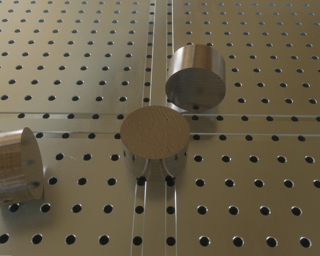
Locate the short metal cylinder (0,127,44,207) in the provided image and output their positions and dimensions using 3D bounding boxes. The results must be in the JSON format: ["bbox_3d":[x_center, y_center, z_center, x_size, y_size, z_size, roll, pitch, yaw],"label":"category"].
[{"bbox_3d":[-0.163,0.043,0.335,0.050,0.080,0.080,-10,51,-8],"label":"short metal cylinder"}]

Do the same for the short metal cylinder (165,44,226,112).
[{"bbox_3d":[0.050,-0.068,0.429,0.080,0.080,0.050,5,50,4],"label":"short metal cylinder"}]

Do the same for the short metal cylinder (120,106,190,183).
[{"bbox_3d":[-0.005,0.019,0.375,0.081,0.050,0.080,0,50,0],"label":"short metal cylinder"}]
